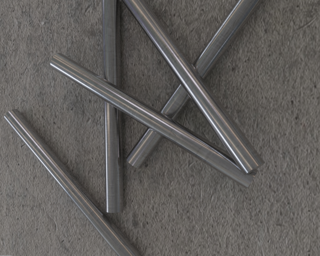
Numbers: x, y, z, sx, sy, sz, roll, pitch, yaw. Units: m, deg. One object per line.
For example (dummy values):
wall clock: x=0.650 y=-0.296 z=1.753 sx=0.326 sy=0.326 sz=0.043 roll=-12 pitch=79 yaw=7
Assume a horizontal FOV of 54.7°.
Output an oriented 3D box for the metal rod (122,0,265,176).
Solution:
metal rod: x=0.024 y=-0.076 z=0.375 sx=0.025 sy=0.025 sz=0.299 roll=-38 pitch=69 yaw=16

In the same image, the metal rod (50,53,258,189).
metal rod: x=-0.020 y=-0.018 z=0.388 sx=0.300 sy=0.025 sz=0.025 roll=31 pitch=100 yaw=17

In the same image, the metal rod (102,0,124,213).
metal rod: x=-0.066 y=-0.034 z=0.432 sx=0.025 sy=0.025 sz=0.298 roll=-1 pitch=90 yaw=20

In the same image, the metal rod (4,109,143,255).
metal rod: x=-0.133 y=0.082 z=0.455 sx=0.300 sy=0.025 sz=0.025 roll=45 pitch=104 yaw=14

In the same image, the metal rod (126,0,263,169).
metal rod: x=0.050 y=-0.072 z=0.391 sx=0.025 sy=0.025 sz=0.299 roll=39 pitch=102 yaw=16
